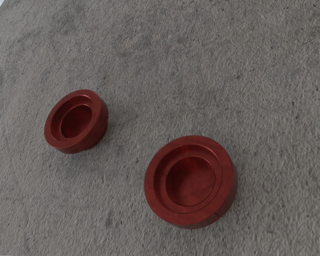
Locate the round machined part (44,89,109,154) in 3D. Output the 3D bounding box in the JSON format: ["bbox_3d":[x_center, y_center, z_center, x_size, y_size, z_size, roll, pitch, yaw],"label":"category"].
[{"bbox_3d":[-0.118,-0.006,0.458,0.098,0.042,0.098,-13,56,21],"label":"round machined part"}]

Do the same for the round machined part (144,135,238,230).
[{"bbox_3d":[0.036,0.060,0.337,0.098,0.042,0.098,-13,56,21],"label":"round machined part"}]
